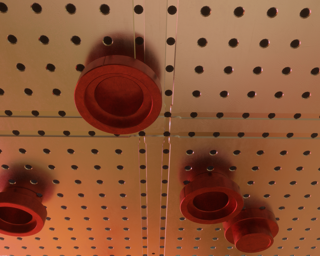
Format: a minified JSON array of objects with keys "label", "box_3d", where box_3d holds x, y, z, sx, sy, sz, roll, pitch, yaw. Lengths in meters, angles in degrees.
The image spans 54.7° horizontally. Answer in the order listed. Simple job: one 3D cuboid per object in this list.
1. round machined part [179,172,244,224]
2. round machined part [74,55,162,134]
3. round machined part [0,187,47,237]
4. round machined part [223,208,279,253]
[{"label":"round machined part","box_3d":[0.080,0.108,0.494,0.099,0.042,0.097,-1,130,0]},{"label":"round machined part","box_3d":[-0.047,-0.042,0.364,0.099,0.042,0.097,-1,130,0]},{"label":"round machined part","box_3d":[-0.237,0.135,0.512,0.099,0.042,0.097,-1,130,0]},{"label":"round machined part","box_3d":[0.168,0.193,0.568,0.099,0.042,0.097,-1,130,0]}]
